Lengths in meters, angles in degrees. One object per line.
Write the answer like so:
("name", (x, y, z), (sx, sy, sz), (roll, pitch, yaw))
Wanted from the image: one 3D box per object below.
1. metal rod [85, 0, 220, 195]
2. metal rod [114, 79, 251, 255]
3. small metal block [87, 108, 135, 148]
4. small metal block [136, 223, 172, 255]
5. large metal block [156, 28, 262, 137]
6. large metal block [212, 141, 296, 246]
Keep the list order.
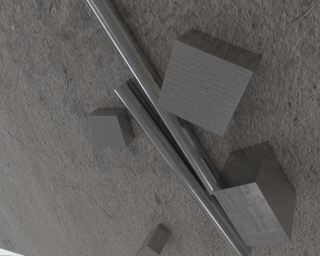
("metal rod", (-0.003, -0.041, 0.383), (0.025, 0.025, 0.299), (-23, 106, 36))
("metal rod", (0.037, 0.064, 0.426), (0.025, 0.025, 0.299), (-28, 104, 37))
("small metal block", (-0.069, -0.001, 0.443), (0.050, 0.025, 0.050), (1, 119, 27))
("small metal block", (-0.011, 0.195, 0.517), (0.025, 0.050, 0.050), (38, 129, 3))
("large metal block", (0.051, -0.050, 0.333), (0.080, 0.050, 0.079), (26, 128, 12))
("large metal block", (0.113, 0.074, 0.358), (0.050, 0.080, 0.080), (-23, 106, 36))
